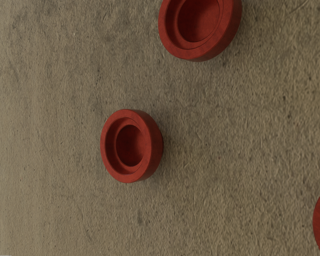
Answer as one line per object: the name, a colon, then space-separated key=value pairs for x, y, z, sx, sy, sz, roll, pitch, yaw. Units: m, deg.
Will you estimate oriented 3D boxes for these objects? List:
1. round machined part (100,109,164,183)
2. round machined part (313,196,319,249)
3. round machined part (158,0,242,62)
round machined part: x=-0.034 y=0.024 z=0.422 sx=0.098 sy=0.042 sz=0.097 roll=0 pitch=90 yaw=40
round machined part: x=0.179 y=0.080 z=0.246 sx=0.098 sy=0.042 sz=0.097 roll=0 pitch=90 yaw=40
round machined part: x=0.048 y=-0.124 z=0.354 sx=0.098 sy=0.042 sz=0.097 roll=0 pitch=90 yaw=40
